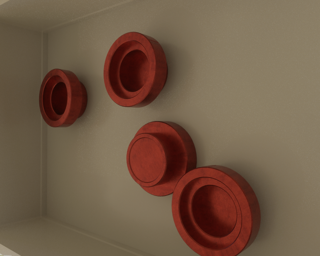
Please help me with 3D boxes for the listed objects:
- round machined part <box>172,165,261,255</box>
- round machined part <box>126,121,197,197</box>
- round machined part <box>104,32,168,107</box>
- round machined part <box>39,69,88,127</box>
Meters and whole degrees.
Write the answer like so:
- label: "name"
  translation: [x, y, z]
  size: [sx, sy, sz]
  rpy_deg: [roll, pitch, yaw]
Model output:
- label: "round machined part"
  translation: [0.064, 0.090, 0.343]
  size: [0.098, 0.042, 0.097]
  rpy_deg: [0, 90, 40]
- label: "round machined part"
  translation: [-0.005, 0.040, 0.400]
  size: [0.098, 0.042, 0.097]
  rpy_deg: [0, 90, 40]
- label: "round machined part"
  translation: [-0.028, -0.076, 0.419]
  size: [0.098, 0.042, 0.097]
  rpy_deg: [0, 90, 40]
- label: "round machined part"
  translation: [-0.162, -0.050, 0.530]
  size: [0.098, 0.042, 0.097]
  rpy_deg: [0, 90, 40]
